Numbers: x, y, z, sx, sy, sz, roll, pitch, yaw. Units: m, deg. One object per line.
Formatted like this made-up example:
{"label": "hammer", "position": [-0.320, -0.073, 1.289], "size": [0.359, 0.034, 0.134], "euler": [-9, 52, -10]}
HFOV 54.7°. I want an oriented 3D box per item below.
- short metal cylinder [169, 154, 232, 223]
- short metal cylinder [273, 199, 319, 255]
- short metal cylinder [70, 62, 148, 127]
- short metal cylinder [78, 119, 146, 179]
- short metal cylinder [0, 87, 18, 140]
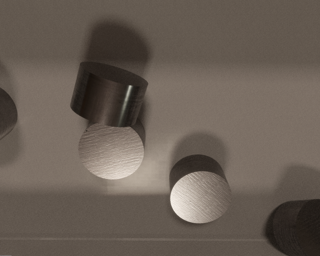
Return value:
{"label": "short metal cylinder", "position": [0.054, 0.083, 0.430], "size": [0.081, 0.050, 0.079], "euler": [0, 110, -1]}
{"label": "short metal cylinder", "position": [0.208, 0.141, 0.432], "size": [0.081, 0.050, 0.080], "euler": [5, 73, -15]}
{"label": "short metal cylinder", "position": [-0.060, -0.041, 0.366], "size": [0.080, 0.080, 0.050], "euler": [17, 109, -7]}
{"label": "short metal cylinder", "position": [-0.060, 0.020, 0.404], "size": [0.081, 0.050, 0.079], "euler": [0, 110, -1]}
{"label": "short metal cylinder", "position": [-0.231, -0.014, 0.390], "size": [0.081, 0.050, 0.079], "euler": [0, 110, -1]}
